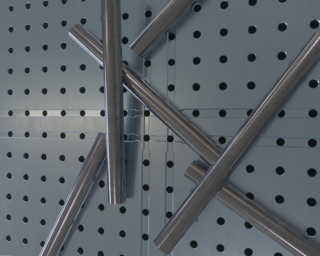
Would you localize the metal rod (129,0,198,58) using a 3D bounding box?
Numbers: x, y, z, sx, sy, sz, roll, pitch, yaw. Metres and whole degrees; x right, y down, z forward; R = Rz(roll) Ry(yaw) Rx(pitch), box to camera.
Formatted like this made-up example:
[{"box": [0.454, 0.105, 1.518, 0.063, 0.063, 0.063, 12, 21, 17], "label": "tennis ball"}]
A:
[{"box": [0.072, -0.204, 0.387, 0.299, 0.025, 0.025, -43, 77, 14], "label": "metal rod"}]

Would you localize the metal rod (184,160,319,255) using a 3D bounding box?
[{"box": [0.157, 0.133, 0.357, 0.300, 0.025, 0.025, 35, 101, 16], "label": "metal rod"}]

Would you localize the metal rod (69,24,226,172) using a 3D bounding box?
[{"box": [-0.018, -0.044, 0.419, 0.300, 0.025, 0.025, 43, 103, 15], "label": "metal rod"}]

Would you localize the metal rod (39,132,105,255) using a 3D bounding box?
[{"box": [-0.144, 0.143, 0.464, 0.025, 0.025, 0.299, 30, 100, 17], "label": "metal rod"}]

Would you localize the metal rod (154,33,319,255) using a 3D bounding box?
[{"box": [0.092, 0.020, 0.357, 0.025, 0.025, 0.299, 38, 93, 16], "label": "metal rod"}]

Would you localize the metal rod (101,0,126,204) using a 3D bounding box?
[{"box": [-0.061, -0.045, 0.411, 0.025, 0.025, 0.298, 3, 100, 20], "label": "metal rod"}]
